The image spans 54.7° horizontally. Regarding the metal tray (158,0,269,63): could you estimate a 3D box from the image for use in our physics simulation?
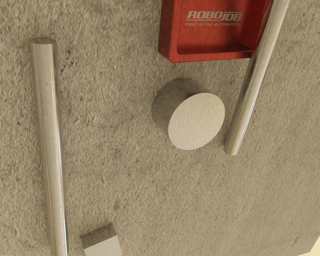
[{"bbox_3d":[0.066,-0.127,0.362,0.131,0.030,0.089,-9,123,-24],"label":"metal tray"}]

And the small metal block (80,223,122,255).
[{"bbox_3d":[-0.089,0.180,0.471,0.050,0.025,0.050,-18,126,-18],"label":"small metal block"}]

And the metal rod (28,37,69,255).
[{"bbox_3d":[-0.127,0.046,0.366,0.025,0.025,0.298,-8,122,-25],"label":"metal rod"}]

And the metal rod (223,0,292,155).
[{"bbox_3d":[0.124,-0.075,0.393,0.025,0.025,0.298,-15,136,-21],"label":"metal rod"}]

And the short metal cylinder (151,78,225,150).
[{"bbox_3d":[0.036,-0.019,0.400,0.081,0.050,0.079,-14,125,-21],"label":"short metal cylinder"}]
